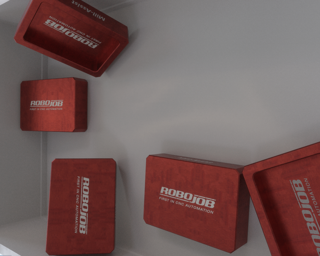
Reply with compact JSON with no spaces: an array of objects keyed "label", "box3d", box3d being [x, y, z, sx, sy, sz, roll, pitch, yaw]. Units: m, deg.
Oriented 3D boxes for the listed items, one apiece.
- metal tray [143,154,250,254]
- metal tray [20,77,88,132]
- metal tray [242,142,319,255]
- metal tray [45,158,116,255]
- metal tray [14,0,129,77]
[{"label":"metal tray","box3d":[0.039,0.083,0.371,0.130,0.030,0.089,5,93,40]},{"label":"metal tray","box3d":[-0.187,-0.039,0.541,0.130,0.030,0.089,1,91,27]},{"label":"metal tray","box3d":[0.142,0.084,0.286,0.090,0.030,0.129,-27,73,36]},{"label":"metal tray","box3d":[-0.109,0.110,0.444,0.030,0.091,0.129,112,158,-75]},{"label":"metal tray","box3d":[-0.121,-0.131,0.434,0.090,0.131,0.030,-39,43,37]}]
